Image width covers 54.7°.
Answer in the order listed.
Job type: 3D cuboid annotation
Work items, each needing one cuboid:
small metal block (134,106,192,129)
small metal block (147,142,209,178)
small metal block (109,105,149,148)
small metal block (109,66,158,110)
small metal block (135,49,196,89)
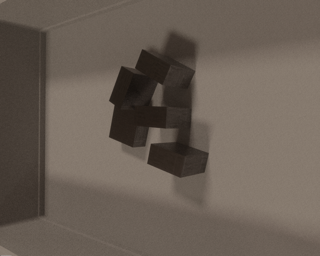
[{"bbox_3d":[0.004,-0.014,0.386,0.050,0.050,0.025,5,94,39],"label":"small metal block"},{"bbox_3d":[0.022,0.036,0.371,0.050,0.050,0.025,18,101,38],"label":"small metal block"},{"bbox_3d":[-0.043,-0.004,0.440,0.050,0.025,0.050,19,102,38],"label":"small metal block"},{"bbox_3d":[-0.034,-0.052,0.417,0.025,0.050,0.050,35,111,34],"label":"small metal block"},{"bbox_3d":[0.007,-0.072,0.383,0.050,0.050,0.025,36,112,34],"label":"small metal block"}]
